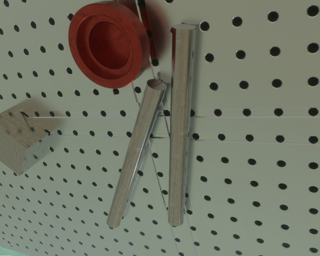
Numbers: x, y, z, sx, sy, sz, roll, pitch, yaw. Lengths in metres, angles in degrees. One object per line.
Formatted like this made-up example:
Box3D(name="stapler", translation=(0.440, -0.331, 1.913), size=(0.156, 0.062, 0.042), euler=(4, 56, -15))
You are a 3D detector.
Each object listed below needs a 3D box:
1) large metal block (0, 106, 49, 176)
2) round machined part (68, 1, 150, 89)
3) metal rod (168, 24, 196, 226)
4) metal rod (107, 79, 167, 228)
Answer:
Box3D(name="large metal block", translation=(-0.252, 0.024, 0.543), size=(0.080, 0.050, 0.080), euler=(37, 129, 3))
Box3D(name="round machined part", translation=(-0.055, -0.100, 0.368), size=(0.098, 0.042, 0.097), euler=(13, 124, 21))
Box3D(name="metal rod", translation=(0.025, 0.019, 0.409), size=(0.025, 0.025, 0.298), euler=(14, 124, 20))
Box3D(name="metal rod", translation=(-0.044, 0.058, 0.470), size=(0.025, 0.025, 0.298), euler=(28, 128, 10))
